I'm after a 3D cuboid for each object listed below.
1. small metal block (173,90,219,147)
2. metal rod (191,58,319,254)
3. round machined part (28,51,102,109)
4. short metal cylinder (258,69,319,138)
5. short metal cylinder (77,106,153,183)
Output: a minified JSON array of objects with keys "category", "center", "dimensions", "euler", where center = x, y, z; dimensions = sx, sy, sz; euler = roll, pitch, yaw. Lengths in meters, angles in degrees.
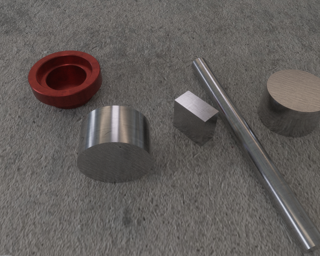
[{"category":"small metal block","center":[0.044,-0.012,0.397],"dimensions":[0.025,0.050,0.050],"euler":[-36,59,-26]},{"category":"metal rod","center":[0.107,0.009,0.396],"dimensions":[0.025,0.025,0.300],"euler":[-14,51,-11]},{"category":"round machined part","center":[-0.133,-0.065,0.446],"dimensions":[0.099,0.042,0.098],"euler":[0,50,0]},{"category":"short metal cylinder","center":[0.178,-0.034,0.417],"dimensions":[0.081,0.050,0.080],"euler":[0,50,0]},{"category":"short metal cylinder","center":[-0.050,0.020,0.350],"dimensions":[0.081,0.080,0.050],"euler":[-3,50,-3]}]
